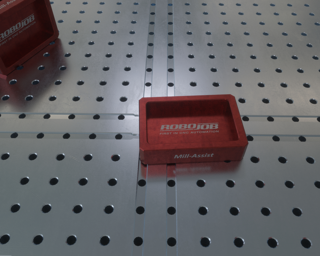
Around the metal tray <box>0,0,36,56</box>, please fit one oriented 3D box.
[{"bbox_3d":[-0.275,-0.163,0.501,0.030,0.090,0.131,30,56,23],"label":"metal tray"}]

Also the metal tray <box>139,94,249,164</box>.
[{"bbox_3d":[0.039,-0.001,0.405,0.131,0.030,0.090,-2,50,-2],"label":"metal tray"}]

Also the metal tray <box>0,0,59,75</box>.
[{"bbox_3d":[-0.226,-0.157,0.496,0.030,0.090,0.130,23,54,18],"label":"metal tray"}]
